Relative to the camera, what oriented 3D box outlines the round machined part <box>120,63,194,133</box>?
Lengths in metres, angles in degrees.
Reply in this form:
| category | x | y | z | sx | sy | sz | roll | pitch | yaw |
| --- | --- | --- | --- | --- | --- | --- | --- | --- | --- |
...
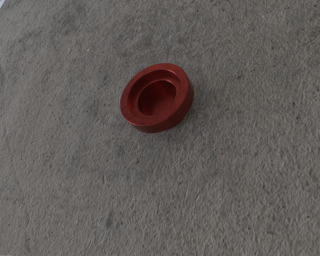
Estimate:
| category | x | y | z | sx | sy | sz | roll | pitch | yaw |
| --- | --- | --- | --- | --- | --- | --- | --- | --- | --- |
| round machined part | 0.000 | -0.036 | 0.416 | 0.098 | 0.042 | 0.098 | -13 | 56 | 21 |
